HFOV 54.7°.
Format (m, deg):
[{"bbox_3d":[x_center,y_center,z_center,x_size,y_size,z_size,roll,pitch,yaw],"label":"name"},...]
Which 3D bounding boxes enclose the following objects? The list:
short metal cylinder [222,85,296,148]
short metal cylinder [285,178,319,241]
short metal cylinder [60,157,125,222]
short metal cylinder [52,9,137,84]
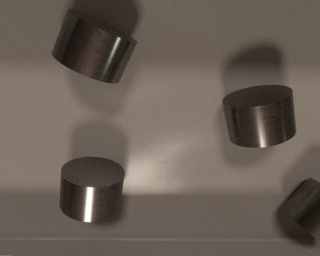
[{"bbox_3d":[0.121,-0.016,0.378,0.080,0.080,0.050,-13,110,4],"label":"short metal cylinder"},{"bbox_3d":[0.224,0.115,0.428,0.080,0.080,0.050,30,107,-11],"label":"short metal cylinder"},{"bbox_3d":[-0.090,0.078,0.410,0.081,0.080,0.050,8,110,-3],"label":"short metal cylinder"},{"bbox_3d":[-0.073,-0.091,0.347,0.080,0.080,0.050,24,108,-9],"label":"short metal cylinder"}]
